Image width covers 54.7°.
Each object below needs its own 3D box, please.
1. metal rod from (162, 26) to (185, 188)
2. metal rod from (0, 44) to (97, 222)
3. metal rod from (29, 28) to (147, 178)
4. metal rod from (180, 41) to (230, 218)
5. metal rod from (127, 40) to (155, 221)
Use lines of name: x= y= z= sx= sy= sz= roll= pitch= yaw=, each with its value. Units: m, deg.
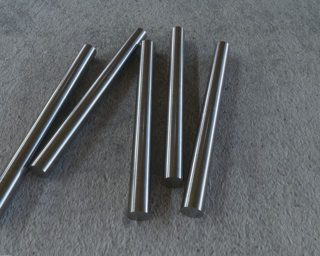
metal rod: x=0.023 y=-0.053 z=0.447 sx=0.025 sy=0.025 sz=0.300 roll=2 pitch=50 yaw=2
metal rod: x=-0.148 y=-0.015 z=0.414 sx=0.025 sy=0.025 sz=0.300 roll=10 pitch=51 yaw=8
metal rod: x=-0.088 y=-0.056 z=0.449 sx=0.025 sy=0.025 sz=0.301 roll=16 pitch=52 yaw=13
metal rod: x=0.069 y=-0.022 z=0.421 sx=0.025 sy=0.025 sz=0.300 roll=11 pitch=51 yaw=9
metal rod: x=-0.022 y=-0.022 z=0.421 sx=0.025 sy=0.025 sz=0.300 roll=0 pitch=50 yaw=0
